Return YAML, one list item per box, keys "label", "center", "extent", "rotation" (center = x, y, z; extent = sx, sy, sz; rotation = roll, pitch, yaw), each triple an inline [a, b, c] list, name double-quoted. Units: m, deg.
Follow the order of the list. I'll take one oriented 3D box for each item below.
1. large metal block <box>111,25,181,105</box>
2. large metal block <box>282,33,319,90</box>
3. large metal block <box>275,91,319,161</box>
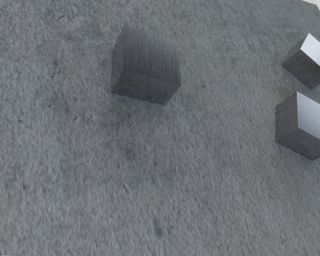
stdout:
- label: "large metal block"
  center: [-0.021, -0.086, 0.430]
  extent: [0.081, 0.050, 0.080]
  rotation: [11, 57, -23]
- label: "large metal block"
  center: [0.312, -0.139, 0.644]
  extent: [0.080, 0.050, 0.080]
  rotation: [41, 51, 0]
- label: "large metal block"
  center: [0.245, -0.003, 0.525]
  extent: [0.080, 0.050, 0.080]
  rotation: [26, 52, -13]
